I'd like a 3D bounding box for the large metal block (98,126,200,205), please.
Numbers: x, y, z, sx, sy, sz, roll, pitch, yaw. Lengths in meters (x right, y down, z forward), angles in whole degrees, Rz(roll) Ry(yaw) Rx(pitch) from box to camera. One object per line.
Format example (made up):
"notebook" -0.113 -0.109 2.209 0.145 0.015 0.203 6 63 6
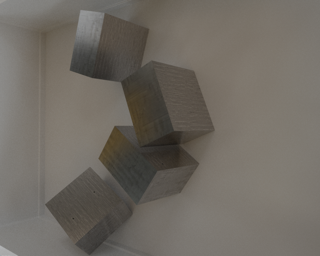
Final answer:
"large metal block" -0.013 0.041 0.380 0.080 0.081 0.050 43 116 31

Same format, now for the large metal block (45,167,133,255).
"large metal block" -0.101 0.117 0.444 0.080 0.050 0.080 -41 54 -18

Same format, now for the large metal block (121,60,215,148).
"large metal block" 0.010 -0.025 0.361 0.050 0.081 0.080 -27 73 36

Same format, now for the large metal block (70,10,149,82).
"large metal block" -0.068 -0.108 0.425 0.050 0.081 0.079 22 104 37
